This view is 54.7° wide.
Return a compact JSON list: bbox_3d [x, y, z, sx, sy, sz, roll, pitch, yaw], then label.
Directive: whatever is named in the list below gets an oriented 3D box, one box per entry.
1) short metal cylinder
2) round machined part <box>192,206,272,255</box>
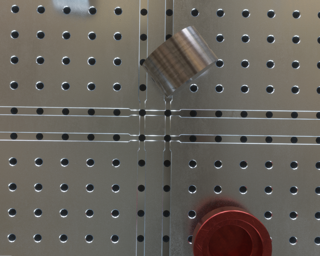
[{"bbox_3d":[0.025,-0.081,0.386,0.080,0.080,0.050,-37,90,0],"label":"short metal cylinder"},{"bbox_3d":[0.091,0.151,0.406,0.099,0.042,0.097,0,90,-1],"label":"round machined part"}]
